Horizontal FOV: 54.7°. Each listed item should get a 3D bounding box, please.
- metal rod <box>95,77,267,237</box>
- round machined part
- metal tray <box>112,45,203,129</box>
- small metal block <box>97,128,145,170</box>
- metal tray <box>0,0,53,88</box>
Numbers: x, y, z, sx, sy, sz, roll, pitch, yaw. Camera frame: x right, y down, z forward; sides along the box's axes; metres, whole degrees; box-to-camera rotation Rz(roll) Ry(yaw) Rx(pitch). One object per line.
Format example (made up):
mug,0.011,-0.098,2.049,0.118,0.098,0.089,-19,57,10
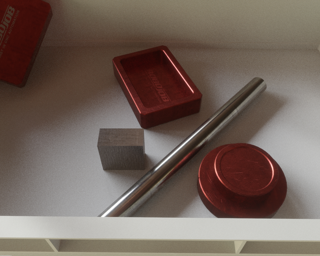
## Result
metal rod,0.044,0.019,0.389,0.025,0.025,0.302,36,58,26
round machined part,0.093,0.056,0.349,0.099,0.042,0.098,0,50,0
metal tray,-0.007,-0.065,0.456,0.091,0.030,0.130,-18,52,-15
small metal block,-0.044,0.026,0.367,0.050,0.050,0.025,0,50,-1
metal tray,-0.223,-0.134,0.450,0.091,0.030,0.129,20,84,-14
